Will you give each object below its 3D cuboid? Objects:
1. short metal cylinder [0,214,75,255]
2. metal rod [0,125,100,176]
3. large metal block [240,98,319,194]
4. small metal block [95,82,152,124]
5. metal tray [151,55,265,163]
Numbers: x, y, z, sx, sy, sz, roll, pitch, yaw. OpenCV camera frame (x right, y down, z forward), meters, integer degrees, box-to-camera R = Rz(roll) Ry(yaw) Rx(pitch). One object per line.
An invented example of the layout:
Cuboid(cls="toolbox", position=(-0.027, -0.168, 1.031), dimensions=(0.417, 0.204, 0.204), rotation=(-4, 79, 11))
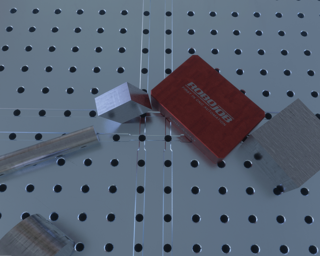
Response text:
Cuboid(cls="short metal cylinder", position=(-0.138, 0.140, 0.330), dimensions=(0.050, 0.080, 0.080), rotation=(34, 73, 11))
Cuboid(cls="metal rod", position=(-0.225, 0.056, 0.388), dimensions=(0.302, 0.025, 0.025), rotation=(-19, 71, -7))
Cuboid(cls="large metal block", position=(0.165, 0.023, 0.392), dimensions=(0.080, 0.050, 0.080), rotation=(-35, 74, -12))
Cuboid(cls="small metal block", position=(-0.046, -0.031, 0.400), dimensions=(0.050, 0.050, 0.025), rotation=(-23, 70, 23))
Cuboid(cls="metal tray", position=(0.062, -0.028, 0.420), dimensions=(0.090, 0.030, 0.130), rotation=(-42, 76, -14))
